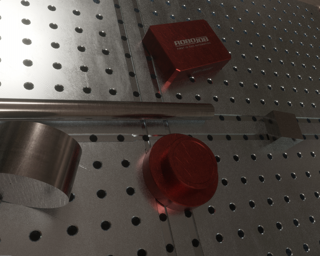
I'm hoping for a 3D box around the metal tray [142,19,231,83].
[{"bbox_3d":[0.047,-0.131,0.512,0.131,0.030,0.090,-21,73,-36],"label":"metal tray"}]

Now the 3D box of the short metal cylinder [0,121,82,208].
[{"bbox_3d":[-0.119,0.036,0.287,0.081,0.080,0.050,19,55,-18],"label":"short metal cylinder"}]

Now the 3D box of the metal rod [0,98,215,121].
[{"bbox_3d":[-0.058,-0.022,0.391,0.303,0.025,0.025,-1,63,-29],"label":"metal rod"}]

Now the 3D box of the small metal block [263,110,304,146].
[{"bbox_3d":[0.208,0.001,0.523,0.050,0.025,0.050,7,59,-25],"label":"small metal block"}]

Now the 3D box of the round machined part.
[{"bbox_3d":[0.032,0.049,0.386,0.099,0.042,0.098,14,56,-21],"label":"round machined part"}]
